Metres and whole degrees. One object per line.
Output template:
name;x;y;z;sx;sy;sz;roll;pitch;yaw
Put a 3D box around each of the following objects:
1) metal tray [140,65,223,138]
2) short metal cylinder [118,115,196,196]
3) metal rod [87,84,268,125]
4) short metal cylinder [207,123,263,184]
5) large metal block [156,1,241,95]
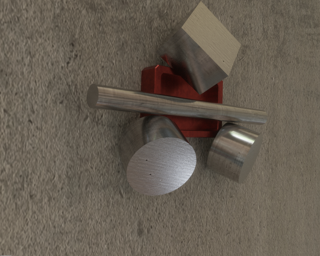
metal tray;0.034;-0.032;0.431;0.131;0.030;0.089;2;89;-40
short metal cylinder;-0.005;0.032;0.362;0.081;0.050;0.079;-9;123;-15
metal rod;0.048;-0.025;0.407;0.302;0.025;0.025;4;88;-40
short metal cylinder;0.113;0.036;0.463;0.080;0.050;0.079;-41;144;-39
large metal block;0.053;-0.105;0.406;0.080;0.050;0.080;42;47;-14
